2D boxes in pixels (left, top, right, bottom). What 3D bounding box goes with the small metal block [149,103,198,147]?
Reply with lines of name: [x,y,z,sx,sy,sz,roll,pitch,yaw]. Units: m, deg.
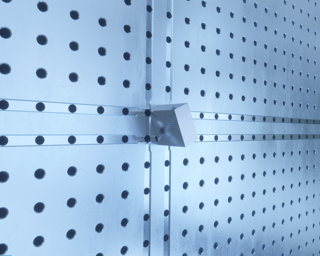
small metal block: [0.017,-0.004,0.406,0.025,0.050,0.050,-28,108,-36]
